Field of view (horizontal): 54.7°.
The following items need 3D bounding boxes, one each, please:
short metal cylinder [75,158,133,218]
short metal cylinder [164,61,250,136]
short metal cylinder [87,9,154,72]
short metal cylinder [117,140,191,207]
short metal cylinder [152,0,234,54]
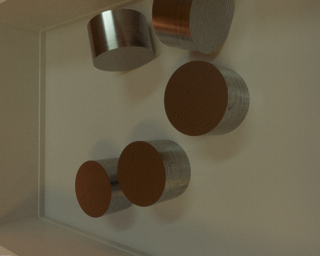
[{"bbox_3d":[-0.079,0.085,0.453,0.080,0.050,0.079,0,90,39],"label":"short metal cylinder"},{"bbox_3d":[0.052,-0.031,0.347,0.080,0.050,0.079,0,90,39],"label":"short metal cylinder"},{"bbox_3d":[-0.052,-0.114,0.412,0.080,0.081,0.050,-18,79,38],"label":"short metal cylinder"},{"bbox_3d":[-0.008,0.055,0.395,0.080,0.050,0.079,0,90,39],"label":"short metal cylinder"},{"bbox_3d":[0.037,-0.126,0.339,0.050,0.081,0.079,23,104,37],"label":"short metal cylinder"}]
